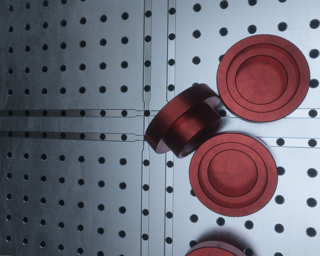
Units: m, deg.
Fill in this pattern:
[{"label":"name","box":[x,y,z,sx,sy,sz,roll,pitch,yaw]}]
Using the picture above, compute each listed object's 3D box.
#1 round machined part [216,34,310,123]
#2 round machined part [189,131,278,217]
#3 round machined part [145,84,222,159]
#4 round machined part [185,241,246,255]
[{"label":"round machined part","box":[0.115,-0.053,0.357,0.098,0.042,0.098,-1,86,11]},{"label":"round machined part","box":[0.087,0.051,0.369,0.098,0.042,0.097,2,96,15]},{"label":"round machined part","box":[0.034,-0.002,0.361,0.098,0.098,0.042,-46,71,14]},{"label":"round machined part","box":[0.071,0.187,0.379,0.098,0.042,0.097,0,90,20]}]
